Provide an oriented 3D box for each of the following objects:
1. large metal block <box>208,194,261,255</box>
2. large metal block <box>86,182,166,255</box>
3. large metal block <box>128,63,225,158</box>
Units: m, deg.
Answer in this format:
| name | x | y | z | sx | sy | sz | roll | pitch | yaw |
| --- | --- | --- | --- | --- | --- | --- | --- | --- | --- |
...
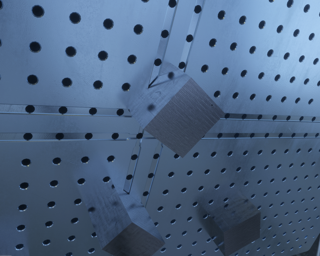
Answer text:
| name | x | y | z | sx | sy | sz | roll | pitch | yaw |
| --- | --- | --- | --- | --- | --- | --- | --- | --- | --- |
| large metal block | 0.142 | 0.186 | 0.591 | 0.081 | 0.050 | 0.080 | -23 | 127 | -15 |
| large metal block | -0.049 | 0.135 | 0.434 | 0.050 | 0.080 | 0.080 | -42 | 130 | 0 |
| large metal block | 0.022 | -0.021 | 0.396 | 0.080 | 0.050 | 0.080 | -47 | 130 | 5 |
